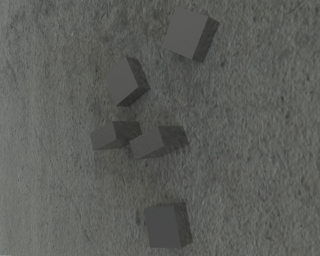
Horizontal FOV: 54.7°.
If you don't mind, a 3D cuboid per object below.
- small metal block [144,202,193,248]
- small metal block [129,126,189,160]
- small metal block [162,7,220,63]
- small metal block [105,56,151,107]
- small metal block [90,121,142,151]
[{"bbox_3d":[0.010,0.124,0.395,0.050,0.025,0.050,-17,80,38],"label":"small metal block"},{"bbox_3d":[-0.001,0.018,0.387,0.050,0.050,0.025,-28,73,36],"label":"small metal block"},{"bbox_3d":[0.036,-0.112,0.374,0.050,0.025,0.050,33,110,35],"label":"small metal block"},{"bbox_3d":[-0.047,-0.065,0.441,0.050,0.025,0.050,-35,69,34],"label":"small metal block"},{"bbox_3d":[-0.061,0.011,0.437,0.050,0.050,0.025,-25,74,37],"label":"small metal block"}]
